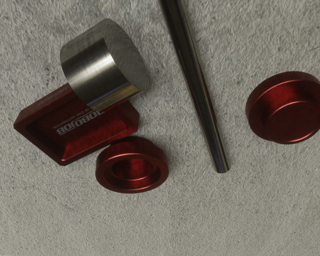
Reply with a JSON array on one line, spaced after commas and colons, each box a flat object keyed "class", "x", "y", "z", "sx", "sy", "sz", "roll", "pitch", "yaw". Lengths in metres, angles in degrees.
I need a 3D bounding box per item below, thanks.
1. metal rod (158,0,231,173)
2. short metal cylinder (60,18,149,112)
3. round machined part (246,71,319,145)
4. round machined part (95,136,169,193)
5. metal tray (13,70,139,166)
[{"class": "metal rod", "x": 0.044, "y": -0.050, "z": 0.365, "sx": 0.025, "sy": 0.025, "sz": 0.299, "roll": -15, "pitch": 129, "yaw": 12}, {"class": "short metal cylinder", "x": -0.054, "y": -0.063, "z": 0.317, "sx": 0.050, "sy": 0.080, "sz": 0.080, "roll": -25, "pitch": 126, "yaw": 19}, {"class": "round machined part", "x": 0.160, "y": -0.017, "z": 0.384, "sx": 0.099, "sy": 0.042, "sz": 0.097, "roll": -1, "pitch": 130, "yaw": 0}, {"class": "round machined part", "x": -0.039, "y": 0.048, "z": 0.430, "sx": 0.099, "sy": 0.042, "sz": 0.097, "roll": -4, "pitch": 139, "yaw": -3}, {"class": "metal tray", "x": -0.104, "y": -0.009, "z": 0.394, "sx": 0.130, "sy": 0.030, "sz": 0.090, "roll": -26, "pitch": 126, "yaw": 19}]
